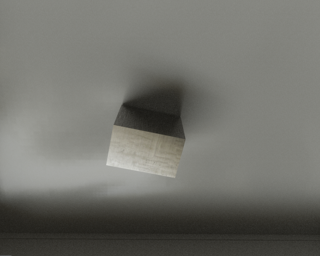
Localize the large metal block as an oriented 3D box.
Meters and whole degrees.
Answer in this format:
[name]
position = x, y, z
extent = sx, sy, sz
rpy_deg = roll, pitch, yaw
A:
[large metal block]
position = -0.017, 0.013, 0.384
extent = 0.081, 0.080, 0.050
rpy_deg = 11, 110, -5
